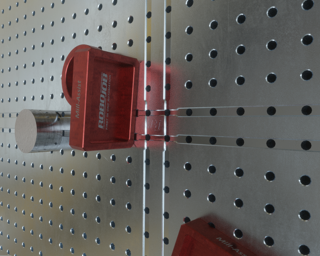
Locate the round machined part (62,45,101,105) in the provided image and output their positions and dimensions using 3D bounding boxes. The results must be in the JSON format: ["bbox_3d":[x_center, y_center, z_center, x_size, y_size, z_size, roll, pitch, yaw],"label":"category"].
[{"bbox_3d":[-0.108,-0.077,0.485,0.098,0.042,0.097,0,90,39],"label":"round machined part"}]

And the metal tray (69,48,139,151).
[{"bbox_3d":[-0.074,-0.036,0.425,0.030,0.091,0.129,7,95,39],"label":"metal tray"}]

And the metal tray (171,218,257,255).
[{"bbox_3d":[0.071,0.174,0.346,0.130,0.030,0.089,25,106,36],"label":"metal tray"}]

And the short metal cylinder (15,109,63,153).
[{"bbox_3d":[-0.226,0.006,0.576,0.080,0.050,0.079,0,90,39],"label":"short metal cylinder"}]
